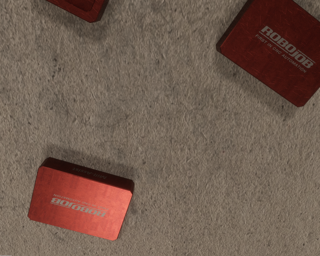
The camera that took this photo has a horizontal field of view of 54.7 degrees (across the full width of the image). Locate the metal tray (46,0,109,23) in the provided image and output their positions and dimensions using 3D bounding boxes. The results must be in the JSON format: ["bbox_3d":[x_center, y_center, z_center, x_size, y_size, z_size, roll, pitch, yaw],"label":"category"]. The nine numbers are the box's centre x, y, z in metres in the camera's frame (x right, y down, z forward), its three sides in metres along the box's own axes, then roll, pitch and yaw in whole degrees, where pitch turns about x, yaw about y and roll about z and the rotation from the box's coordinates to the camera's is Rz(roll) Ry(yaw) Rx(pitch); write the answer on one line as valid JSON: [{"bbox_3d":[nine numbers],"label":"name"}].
[{"bbox_3d":[-0.085,-0.193,0.334,0.090,0.030,0.129,26,108,-10],"label":"metal tray"}]

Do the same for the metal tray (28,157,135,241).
[{"bbox_3d":[-0.112,0.103,0.443,0.131,0.030,0.089,17,109,-7],"label":"metal tray"}]

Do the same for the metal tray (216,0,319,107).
[{"bbox_3d":[0.146,-0.096,0.374,0.130,0.030,0.090,32,107,-12],"label":"metal tray"}]
